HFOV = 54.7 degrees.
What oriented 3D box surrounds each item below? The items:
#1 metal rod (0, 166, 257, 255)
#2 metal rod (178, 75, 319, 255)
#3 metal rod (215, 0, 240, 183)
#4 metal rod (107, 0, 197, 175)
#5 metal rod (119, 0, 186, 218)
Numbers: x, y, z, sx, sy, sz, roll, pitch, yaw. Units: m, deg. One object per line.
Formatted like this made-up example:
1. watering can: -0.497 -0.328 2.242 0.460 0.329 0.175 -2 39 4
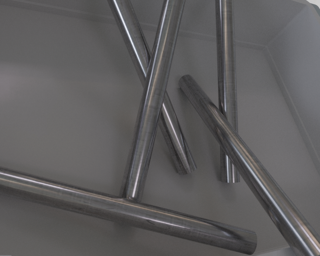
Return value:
1. metal rod: -0.047 0.079 0.304 0.302 0.025 0.025 17 55 -9
2. metal rod: 0.083 0.018 0.359 0.025 0.025 0.300 6 33 -25
3. metal rod: 0.092 -0.077 0.425 0.025 0.025 0.298 1 85 -28
4. metal rod: -0.021 -0.082 0.371 0.025 0.025 0.299 -29 101 -37
5. metal rod: -0.004 -0.051 0.349 0.025 0.025 0.299 15 83 -20
